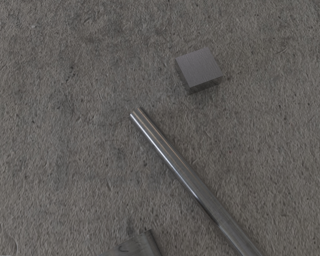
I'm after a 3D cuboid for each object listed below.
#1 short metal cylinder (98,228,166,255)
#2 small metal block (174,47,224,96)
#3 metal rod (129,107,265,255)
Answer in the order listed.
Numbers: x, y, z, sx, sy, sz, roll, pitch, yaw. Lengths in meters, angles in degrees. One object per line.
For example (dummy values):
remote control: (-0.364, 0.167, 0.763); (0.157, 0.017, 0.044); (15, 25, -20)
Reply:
short metal cylinder: (-0.032, 0.147, 0.325); (0.080, 0.080, 0.050); (-25, 72, -9)
small metal block: (0.054, -0.080, 0.438); (0.050, 0.025, 0.050); (-21, 72, -8)
metal rod: (0.060, 0.092, 0.374); (0.025, 0.025, 0.300); (-36, 74, -12)
